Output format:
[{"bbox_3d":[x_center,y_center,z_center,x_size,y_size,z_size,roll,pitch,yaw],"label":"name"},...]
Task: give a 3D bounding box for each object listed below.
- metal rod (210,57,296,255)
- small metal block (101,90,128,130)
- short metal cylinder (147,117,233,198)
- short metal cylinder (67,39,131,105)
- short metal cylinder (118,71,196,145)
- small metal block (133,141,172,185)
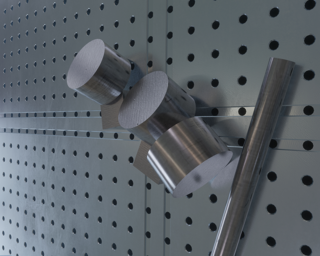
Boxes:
[{"bbox_3d":[0.087,0.075,0.337,0.025,0.025,0.298,22,104,38],"label":"metal rod"},{"bbox_3d":[-0.061,-0.026,0.460,0.050,0.025,0.050,-10,83,39],"label":"small metal block"},{"bbox_3d":[0.033,0.033,0.346,0.080,0.081,0.050,-52,60,27],"label":"short metal cylinder"},{"bbox_3d":[-0.088,-0.080,0.448,0.080,0.050,0.080,-22,53,33],"label":"short metal cylinder"},{"bbox_3d":[-0.004,-0.022,0.374,0.080,0.050,0.080,-30,40,30],"label":"short metal cylinder"},{"bbox_3d":[-0.004,0.039,0.412,0.050,0.025,0.050,31,110,35],"label":"small metal block"}]
